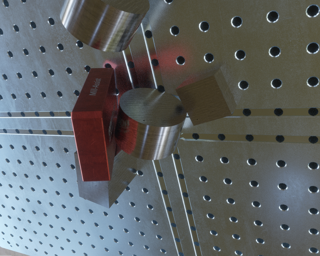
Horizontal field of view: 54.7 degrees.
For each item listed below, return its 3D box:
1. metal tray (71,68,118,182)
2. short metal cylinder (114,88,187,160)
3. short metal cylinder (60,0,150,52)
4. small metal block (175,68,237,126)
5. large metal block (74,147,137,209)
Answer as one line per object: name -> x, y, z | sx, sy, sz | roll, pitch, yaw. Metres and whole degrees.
metal tray -> -0.073, -0.009, 0.376 | 0.030, 0.130, 0.089 | -2, 121, -1
short metal cylinder -> -0.013, -0.007, 0.378 | 0.080, 0.080, 0.050 | 25, 127, 13
short metal cylinder -> -0.058, -0.127, 0.328 | 0.080, 0.080, 0.050 | 40, 129, 1
small metal block -> 0.054, -0.035, 0.361 | 0.050, 0.025, 0.050 | -17, 110, 34
large metal block -> -0.075, 0.053, 0.448 | 0.050, 0.080, 0.079 | 17, 125, 19
